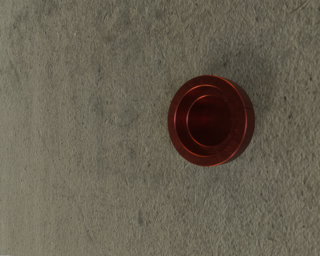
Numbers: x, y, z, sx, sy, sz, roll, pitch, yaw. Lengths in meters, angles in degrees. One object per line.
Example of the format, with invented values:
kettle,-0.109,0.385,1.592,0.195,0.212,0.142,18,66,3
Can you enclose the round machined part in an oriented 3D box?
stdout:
round machined part,0.060,-0.008,0.345,0.098,0.042,0.097,0,90,40
